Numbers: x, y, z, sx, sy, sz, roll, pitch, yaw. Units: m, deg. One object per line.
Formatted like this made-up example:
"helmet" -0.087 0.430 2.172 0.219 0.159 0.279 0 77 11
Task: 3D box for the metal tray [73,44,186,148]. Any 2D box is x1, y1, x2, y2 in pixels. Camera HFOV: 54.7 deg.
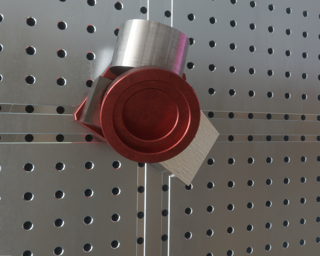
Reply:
"metal tray" -0.037 -0.040 0.398 0.090 0.030 0.130 36 78 -17

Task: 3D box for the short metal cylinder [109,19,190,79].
"short metal cylinder" -0.011 -0.080 0.348 0.081 0.080 0.050 14 85 -20

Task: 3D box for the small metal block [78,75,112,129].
"small metal block" -0.067 -0.026 0.342 0.025 0.050 0.050 21 83 -19

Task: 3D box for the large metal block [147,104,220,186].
"large metal block" 0.020 0.015 0.389 0.080 0.050 0.080 -58 138 -11

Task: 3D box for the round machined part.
"round machined part" -0.011 -0.016 0.321 0.099 0.042 0.097 -3 110 -8
